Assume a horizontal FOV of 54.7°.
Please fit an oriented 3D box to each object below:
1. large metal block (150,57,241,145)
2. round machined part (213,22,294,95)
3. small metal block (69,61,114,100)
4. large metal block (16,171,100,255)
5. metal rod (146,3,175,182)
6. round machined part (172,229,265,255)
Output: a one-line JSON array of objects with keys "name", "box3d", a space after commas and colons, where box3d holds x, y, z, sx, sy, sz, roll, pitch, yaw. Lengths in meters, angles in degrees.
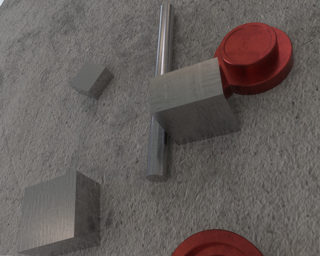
[{"name": "large metal block", "box3d": [0.042, -0.027, 0.363, 0.080, 0.080, 0.050, -15, 56, 20]}, {"name": "round machined part", "box3d": [0.114, -0.094, 0.391, 0.098, 0.042, 0.098, -13, 56, 21]}, {"name": "small metal block", "box3d": [-0.113, -0.079, 0.512, 0.050, 0.025, 0.050, 22, 73, 36]}, {"name": "large metal block", "box3d": [-0.123, 0.109, 0.386, 0.080, 0.050, 0.080, -20, 54, 16]}, {"name": "metal rod", "box3d": [0.004, -0.069, 0.444, 0.025, 0.025, 0.299, -10, 57, 23]}, {"name": "round machined part", "box3d": [0.055, 0.145, 0.275, 0.098, 0.042, 0.098, -13, 56, 21]}]
